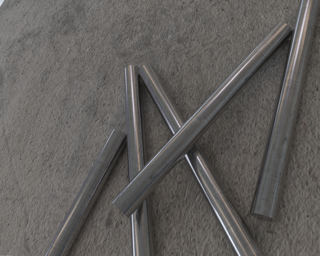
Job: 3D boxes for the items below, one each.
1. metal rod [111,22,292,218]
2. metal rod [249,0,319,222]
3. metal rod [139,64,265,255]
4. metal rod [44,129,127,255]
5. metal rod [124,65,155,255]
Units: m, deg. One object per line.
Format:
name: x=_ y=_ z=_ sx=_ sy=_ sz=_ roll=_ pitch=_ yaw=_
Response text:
metal rod: x=0.059 y=-0.020 z=0.360 sx=0.025 sy=0.025 sz=0.301 roll=32 pitch=71 yaw=38
metal rod: x=0.149 y=-0.044 z=0.352 sx=0.025 sy=0.025 sz=0.300 roll=7 pitch=65 yaw=31
metal rod: x=0.033 y=0.019 z=0.374 sx=0.025 sy=0.025 sz=0.300 roll=-32 pitch=51 yaw=7
metal rod: x=-0.117 y=0.136 z=0.382 sx=0.025 sy=0.025 sz=0.300 roll=14 pitch=69 yaw=34
metal rod: x=-0.029 y=0.035 z=0.397 sx=0.025 sy=0.025 sz=0.299 roll=-19 pitch=54 yaw=17
